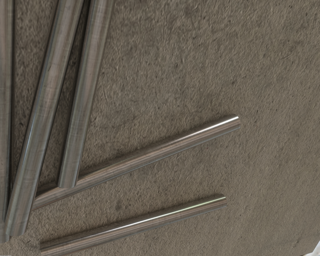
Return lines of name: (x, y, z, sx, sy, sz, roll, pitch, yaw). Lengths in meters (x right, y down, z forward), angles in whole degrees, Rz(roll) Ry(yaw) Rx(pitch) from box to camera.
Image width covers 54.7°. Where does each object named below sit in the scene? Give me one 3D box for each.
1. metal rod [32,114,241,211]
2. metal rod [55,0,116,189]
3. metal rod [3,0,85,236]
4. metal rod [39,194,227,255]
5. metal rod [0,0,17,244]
metal rod: (-0.023, 0.040, 0.418, 0.302, 0.025, 0.025, -20, 126, -17)
metal rod: (-0.072, -0.069, 0.317, 0.025, 0.025, 0.298, 4, 114, -30)
metal rod: (-0.119, -0.017, 0.316, 0.025, 0.025, 0.298, 9, 110, -32)
metal rod: (-0.026, 0.149, 0.484, 0.303, 0.025, 0.025, -9, 123, -24)
metal rod: (-0.163, 0.002, 0.318, 0.025, 0.025, 0.298, -1, 119, -28)
